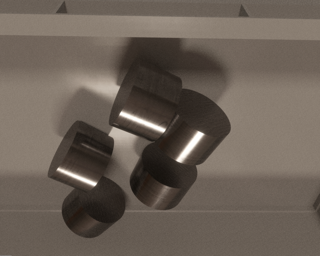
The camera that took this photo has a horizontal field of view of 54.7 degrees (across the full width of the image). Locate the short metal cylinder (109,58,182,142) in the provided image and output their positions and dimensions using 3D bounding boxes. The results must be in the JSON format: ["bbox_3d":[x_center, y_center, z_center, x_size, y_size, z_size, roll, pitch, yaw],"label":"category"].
[{"bbox_3d":[-0.018,-0.031,0.346,0.050,0.080,0.080,23,126,-18],"label":"short metal cylinder"}]

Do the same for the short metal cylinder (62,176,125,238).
[{"bbox_3d":[-0.101,0.119,0.473,0.080,0.080,0.050,31,123,-24],"label":"short metal cylinder"}]

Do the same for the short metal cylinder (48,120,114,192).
[{"bbox_3d":[-0.103,0.037,0.403,0.050,0.080,0.080,29,124,-23],"label":"short metal cylinder"}]

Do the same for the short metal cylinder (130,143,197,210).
[{"bbox_3d":[0.004,0.065,0.429,0.081,0.080,0.050,17,128,-14],"label":"short metal cylinder"}]

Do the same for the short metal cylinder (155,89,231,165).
[{"bbox_3d":[0.037,-0.002,0.372,0.080,0.080,0.050,21,127,-17],"label":"short metal cylinder"}]
